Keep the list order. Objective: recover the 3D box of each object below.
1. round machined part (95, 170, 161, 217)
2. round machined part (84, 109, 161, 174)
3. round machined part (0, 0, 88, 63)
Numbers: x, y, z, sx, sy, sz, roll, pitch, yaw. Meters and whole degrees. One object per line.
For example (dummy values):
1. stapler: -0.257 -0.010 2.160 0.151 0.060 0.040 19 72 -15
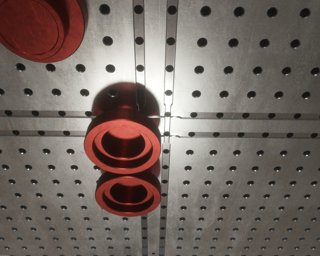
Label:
1. round machined part: -0.048 0.091 0.478 0.099 0.042 0.097 -1 130 0
2. round machined part: -0.048 0.013 0.411 0.099 0.042 0.097 -1 130 0
3. round machined part: -0.125 -0.107 0.307 0.099 0.042 0.097 -1 130 0
